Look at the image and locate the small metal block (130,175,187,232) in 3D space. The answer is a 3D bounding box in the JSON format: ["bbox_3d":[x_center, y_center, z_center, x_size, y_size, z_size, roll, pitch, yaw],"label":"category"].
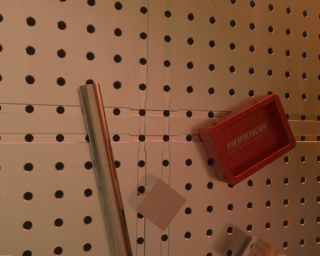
[{"bbox_3d":[-0.002,0.100,0.413,0.050,0.025,0.050,42,77,-16],"label":"small metal block"}]

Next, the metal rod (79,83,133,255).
[{"bbox_3d":[-0.060,0.094,0.391,0.025,0.025,0.298,-12,94,-20],"label":"metal rod"}]

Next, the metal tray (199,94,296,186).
[{"bbox_3d":[0.132,0.015,0.460,0.131,0.030,0.090,-27,99,-18],"label":"metal tray"}]

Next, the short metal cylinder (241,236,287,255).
[{"bbox_3d":[0.155,0.200,0.443,0.080,0.080,0.050,40,77,-16],"label":"short metal cylinder"}]
